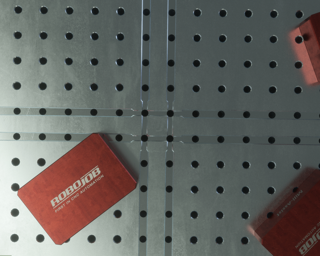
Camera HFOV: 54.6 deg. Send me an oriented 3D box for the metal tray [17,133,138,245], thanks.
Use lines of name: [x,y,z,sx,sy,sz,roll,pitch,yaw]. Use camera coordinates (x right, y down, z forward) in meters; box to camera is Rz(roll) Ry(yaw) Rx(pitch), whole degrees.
metal tray: [-0.106,0.078,0.410,0.130,0.030,0.090,-37,90,0]

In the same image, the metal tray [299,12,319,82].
metal tray: [0.266,-0.123,0.412,0.131,0.030,0.090,-19,90,0]

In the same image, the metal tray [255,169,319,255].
metal tray: [0.205,0.131,0.412,0.090,0.030,0.130,44,90,0]
